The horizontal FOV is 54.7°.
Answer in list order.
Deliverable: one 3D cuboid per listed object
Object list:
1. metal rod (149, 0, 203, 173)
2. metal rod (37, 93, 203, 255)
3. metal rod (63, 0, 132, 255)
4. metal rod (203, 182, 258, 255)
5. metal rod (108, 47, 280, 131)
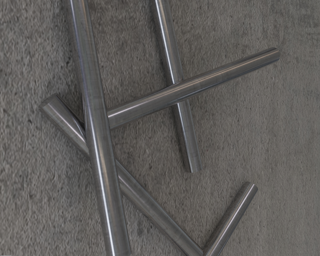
[{"bbox_3d":[0.017,-0.083,0.418,0.025,0.025,0.298,-21,103,-38],"label":"metal rod"},{"bbox_3d":[-0.031,0.078,0.378,0.300,0.025,0.025,52,60,-27],"label":"metal rod"},{"bbox_3d":[-0.067,-0.018,0.319,0.025,0.025,0.298,-8,87,-40],"label":"metal rod"},{"bbox_3d":[0.069,0.198,0.462,0.301,0.025,0.025,-47,118,-30],"label":"metal rod"},{"bbox_3d":[0.059,-0.061,0.415,0.302,0.025,0.025,-24,106,-29],"label":"metal rod"}]
